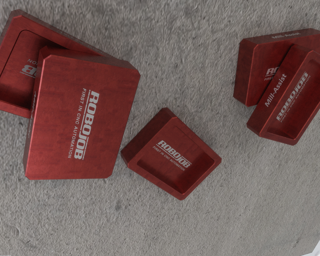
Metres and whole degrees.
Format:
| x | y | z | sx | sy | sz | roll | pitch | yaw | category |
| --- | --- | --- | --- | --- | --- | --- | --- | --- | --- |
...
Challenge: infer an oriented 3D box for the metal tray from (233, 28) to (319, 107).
| x | y | z | sx | sy | sz | roll | pitch | yaw | category |
| --- | --- | --- | --- | --- | --- | --- | --- | --- | --- |
| 0.172 | -0.088 | 0.443 | 0.131 | 0.030 | 0.089 | -14 | 125 | -21 | metal tray |

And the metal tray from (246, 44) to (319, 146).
| x | y | z | sx | sy | sz | roll | pitch | yaw | category |
| --- | --- | --- | --- | --- | --- | --- | --- | --- | --- |
| 0.192 | -0.042 | 0.442 | 0.091 | 0.030 | 0.129 | 13 | 112 | -34 | metal tray |

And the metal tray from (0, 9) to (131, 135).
| x | y | z | sx | sy | sz | roll | pitch | yaw | category |
| --- | --- | --- | --- | --- | --- | --- | --- | --- | --- |
| -0.100 | -0.048 | 0.318 | 0.131 | 0.030 | 0.090 | 21 | 107 | -36 | metal tray |

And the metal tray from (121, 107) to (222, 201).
| x | y | z | sx | sy | sz | roll | pitch | yaw | category |
| --- | --- | --- | --- | --- | --- | --- | --- | --- | --- |
| 0.020 | 0.041 | 0.439 | 0.090 | 0.030 | 0.130 | -46 | 129 | 4 | metal tray |

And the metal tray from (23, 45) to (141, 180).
| x | y | z | sx | sy | sz | roll | pitch | yaw | category |
| --- | --- | --- | --- | --- | --- | --- | --- | --- | --- |
| -0.081 | -0.009 | 0.314 | 0.091 | 0.030 | 0.129 | 5 | 116 | -31 | metal tray |
